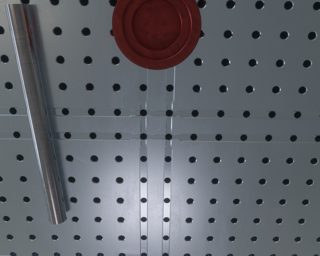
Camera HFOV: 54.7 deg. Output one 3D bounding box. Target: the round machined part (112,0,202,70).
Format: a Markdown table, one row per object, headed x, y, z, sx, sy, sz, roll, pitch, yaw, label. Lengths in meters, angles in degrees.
| x | y | z | sx | sy | sz | roll | pitch | yaw | label |
| --- | --- | --- | --- | --- | --- | --- | --- | --- | --- |
| -0.003 | -0.120 | 0.360 | 0.099 | 0.042 | 0.097 | 0 | 110 | 0 | round machined part |

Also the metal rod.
| x | y | z | sx | sy | sz | roll | pitch | yaw | label |
| --- | --- | --- | --- | --- | --- | --- | --- | --- | --- |
| -0.159 | -0.004 | 0.410 | 0.025 | 0.025 | 0.298 | -3 | 110 | 1 | metal rod |
